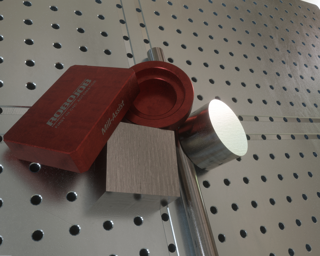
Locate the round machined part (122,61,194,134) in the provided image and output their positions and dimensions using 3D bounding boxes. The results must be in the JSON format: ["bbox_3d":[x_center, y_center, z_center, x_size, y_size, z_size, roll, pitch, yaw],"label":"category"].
[{"bbox_3d":[-0.007,-0.035,0.398,0.099,0.042,0.098,0,64,0],"label":"round machined part"}]

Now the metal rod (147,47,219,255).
[{"bbox_3d":[0.023,0.016,0.411,0.025,0.025,0.299,1,61,-28],"label":"metal rod"}]

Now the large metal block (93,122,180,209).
[{"bbox_3d":[-0.028,0.044,0.350,0.081,0.050,0.080,10,58,-23],"label":"large metal block"}]

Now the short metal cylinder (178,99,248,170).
[{"bbox_3d":[0.070,0.009,0.407,0.080,0.050,0.080,31,43,-33],"label":"short metal cylinder"}]

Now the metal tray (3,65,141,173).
[{"bbox_3d":[-0.089,-0.018,0.336,0.090,0.030,0.130,8,48,23],"label":"metal tray"}]
